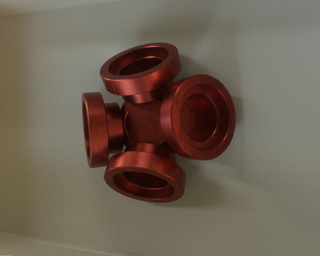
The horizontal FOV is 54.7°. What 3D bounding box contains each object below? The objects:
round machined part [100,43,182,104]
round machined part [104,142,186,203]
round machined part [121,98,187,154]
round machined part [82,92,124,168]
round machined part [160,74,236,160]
[{"bbox_3d":[-0.021,-0.066,0.386,0.098,0.098,0.042,-4,127,19],"label":"round machined part"},{"bbox_3d":[-0.016,0.054,0.384,0.098,0.098,0.042,-1,54,19],"label":"round machined part"},{"bbox_3d":[-0.011,-0.006,0.402,0.098,0.042,0.097,0,90,19],"label":"round machined part"},{"bbox_3d":[-0.075,0.002,0.405,0.042,0.098,0.097,-5,88,-18],"label":"round machined part"},{"bbox_3d":[0.040,-0.012,0.366,0.042,0.099,0.097,-4,89,55],"label":"round machined part"}]
